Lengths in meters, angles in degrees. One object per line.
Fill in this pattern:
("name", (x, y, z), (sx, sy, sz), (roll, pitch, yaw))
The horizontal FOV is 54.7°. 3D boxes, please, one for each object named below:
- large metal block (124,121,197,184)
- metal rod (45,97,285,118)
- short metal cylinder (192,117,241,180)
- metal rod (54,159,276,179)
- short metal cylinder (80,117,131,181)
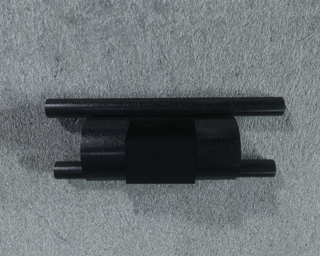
("large metal block", (0.001, 0.028, 0.389), (0.081, 0.080, 0.050), (0, 110, 0))
("metal rod", (0.007, -0.027, 0.401), (0.302, 0.025, 0.025), (-1, 110, 0))
("short metal cylinder", (0.067, 0.025, 0.391), (0.050, 0.080, 0.079), (-1, 110, 0))
("metal rod", (0.007, 0.058, 0.432), (0.302, 0.025, 0.025), (-1, 110, 0))
("short metal cylinder", (-0.065, 0.026, 0.390), (0.050, 0.080, 0.079), (-1, 110, 0))
